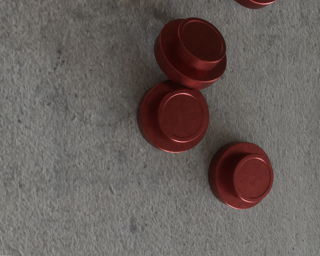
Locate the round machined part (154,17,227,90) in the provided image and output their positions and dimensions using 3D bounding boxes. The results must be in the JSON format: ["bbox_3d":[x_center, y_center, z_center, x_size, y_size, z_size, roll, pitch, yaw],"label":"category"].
[{"bbox_3d":[0.045,-0.102,0.400,0.099,0.042,0.098,10,64,-21],"label":"round machined part"}]

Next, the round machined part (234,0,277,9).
[{"bbox_3d":[0.132,-0.221,0.450,0.099,0.042,0.097,0,90,-21],"label":"round machined part"}]

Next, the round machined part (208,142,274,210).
[{"bbox_3d":[0.123,0.069,0.447,0.099,0.042,0.097,0,90,-21],"label":"round machined part"}]

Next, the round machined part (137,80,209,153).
[{"bbox_3d":[0.022,-0.016,0.409,0.099,0.042,0.097,0,90,-21],"label":"round machined part"}]
